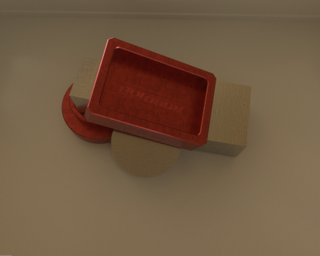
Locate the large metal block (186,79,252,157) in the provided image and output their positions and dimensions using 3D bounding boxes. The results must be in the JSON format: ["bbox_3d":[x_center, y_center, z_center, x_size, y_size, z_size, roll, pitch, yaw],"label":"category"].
[{"bbox_3d":[0.068,-0.013,0.399,0.080,0.050,0.080,9,70,3],"label":"large metal block"}]

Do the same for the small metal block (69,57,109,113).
[{"bbox_3d":[-0.081,-0.047,0.366,0.025,0.050,0.050,12,71,4],"label":"small metal block"}]

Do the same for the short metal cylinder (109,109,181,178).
[{"bbox_3d":[-0.020,0.019,0.375,0.081,0.050,0.080,1,83,-12],"label":"short metal cylinder"}]

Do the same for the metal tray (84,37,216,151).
[{"bbox_3d":[-0.007,-0.035,0.343,0.131,0.030,0.090,17,70,-15],"label":"metal tray"}]

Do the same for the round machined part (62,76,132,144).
[{"bbox_3d":[-0.081,-0.032,0.409,0.099,0.042,0.098,0,70,-1],"label":"round machined part"}]
